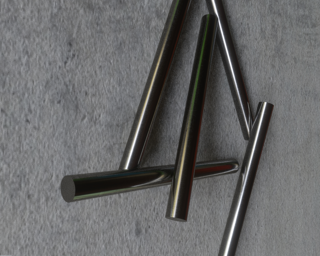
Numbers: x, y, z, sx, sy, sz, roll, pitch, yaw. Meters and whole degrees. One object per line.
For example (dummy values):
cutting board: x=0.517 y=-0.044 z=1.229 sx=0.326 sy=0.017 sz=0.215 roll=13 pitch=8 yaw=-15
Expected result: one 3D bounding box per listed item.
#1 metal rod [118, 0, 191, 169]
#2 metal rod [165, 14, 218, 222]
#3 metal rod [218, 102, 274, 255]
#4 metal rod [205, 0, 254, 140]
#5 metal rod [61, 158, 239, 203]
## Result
metal rod: x=0.002 y=-0.080 z=0.407 sx=0.025 sy=0.025 sz=0.299 roll=27 pitch=73 yaw=-37
metal rod: x=0.047 y=-0.030 z=0.410 sx=0.025 sy=0.025 sz=0.299 roll=31 pitch=60 yaw=-36
metal rod: x=0.135 y=0.103 z=0.502 sx=0.025 sy=0.025 sz=0.299 roll=22 pitch=82 yaw=-38
metal rod: x=0.111 y=-0.119 z=0.500 sx=0.025 sy=0.025 sz=0.298 roll=-32 pitch=110 yaw=-36
metal rod: x=0.017 y=0.059 z=0.396 sx=0.302 sy=0.025 sz=0.025 roll=2 pitch=89 yaw=-48
